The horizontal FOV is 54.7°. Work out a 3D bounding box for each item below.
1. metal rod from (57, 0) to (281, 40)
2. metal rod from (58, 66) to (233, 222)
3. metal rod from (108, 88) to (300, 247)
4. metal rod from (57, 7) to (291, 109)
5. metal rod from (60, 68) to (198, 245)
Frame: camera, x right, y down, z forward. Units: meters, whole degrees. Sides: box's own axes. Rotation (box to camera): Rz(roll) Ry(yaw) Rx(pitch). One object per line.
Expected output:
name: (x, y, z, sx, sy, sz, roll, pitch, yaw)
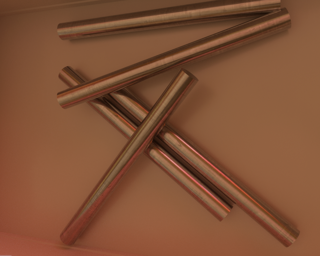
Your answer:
metal rod: (-0.002, -0.145, 0.410, 0.301, 0.025, 0.025, -1, 90, 19)
metal rod: (-0.029, 0.012, 0.419, 0.300, 0.025, 0.025, 40, 103, 15)
metal rod: (0.042, 0.034, 0.394, 0.300, 0.025, 0.025, 40, 103, 15)
metal rod: (0.007, -0.082, 0.390, 0.301, 0.025, 0.025, -18, 84, 12)
metal rod: (-0.051, 0.050, 0.405, 0.025, 0.025, 0.299, 43, 111, 14)
